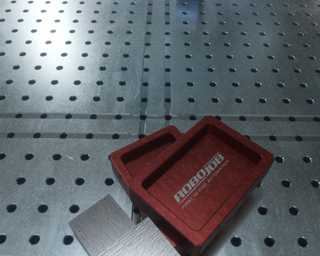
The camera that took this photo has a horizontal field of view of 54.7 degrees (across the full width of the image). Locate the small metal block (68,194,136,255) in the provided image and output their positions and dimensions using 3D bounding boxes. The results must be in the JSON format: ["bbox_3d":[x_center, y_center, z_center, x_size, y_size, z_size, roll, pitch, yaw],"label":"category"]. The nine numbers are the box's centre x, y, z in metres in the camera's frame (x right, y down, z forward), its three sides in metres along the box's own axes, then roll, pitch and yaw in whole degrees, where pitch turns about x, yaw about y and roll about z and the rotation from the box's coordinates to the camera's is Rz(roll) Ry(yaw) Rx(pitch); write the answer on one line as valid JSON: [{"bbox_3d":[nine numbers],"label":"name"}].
[{"bbox_3d":[-0.057,0.105,0.319,0.050,0.025,0.050,-33,58,-25],"label":"small metal block"}]

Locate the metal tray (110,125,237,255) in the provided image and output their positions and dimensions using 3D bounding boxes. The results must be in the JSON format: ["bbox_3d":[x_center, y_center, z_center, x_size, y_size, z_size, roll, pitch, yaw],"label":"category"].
[{"bbox_3d":[0.013,0.064,0.350,0.091,0.030,0.130,-26,55,-21],"label":"metal tray"}]

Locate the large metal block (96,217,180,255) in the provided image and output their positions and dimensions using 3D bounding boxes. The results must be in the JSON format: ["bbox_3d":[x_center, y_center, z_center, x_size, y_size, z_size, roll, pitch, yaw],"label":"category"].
[{"bbox_3d":[-0.017,0.142,0.272,0.081,0.050,0.080,-32,57,-24],"label":"large metal block"}]

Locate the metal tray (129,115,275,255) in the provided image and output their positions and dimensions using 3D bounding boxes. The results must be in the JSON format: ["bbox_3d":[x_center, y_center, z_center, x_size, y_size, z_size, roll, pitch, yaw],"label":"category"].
[{"bbox_3d":[0.044,0.051,0.321,0.090,0.030,0.131,36,58,26],"label":"metal tray"}]
